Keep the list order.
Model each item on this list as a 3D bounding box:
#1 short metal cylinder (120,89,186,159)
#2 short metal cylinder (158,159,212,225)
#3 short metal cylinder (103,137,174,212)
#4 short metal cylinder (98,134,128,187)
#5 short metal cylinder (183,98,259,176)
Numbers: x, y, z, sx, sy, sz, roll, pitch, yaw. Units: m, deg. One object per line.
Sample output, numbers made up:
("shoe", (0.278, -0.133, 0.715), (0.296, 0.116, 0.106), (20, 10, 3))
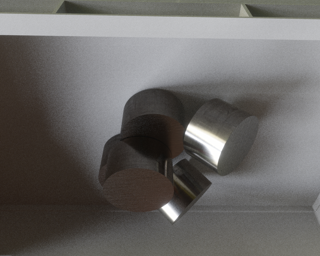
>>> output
("short metal cylinder", (-0.008, -0.002, 0.389), (0.081, 0.050, 0.079), (0, 130, 0))
("short metal cylinder", (0.028, 0.090, 0.439), (0.050, 0.081, 0.079), (43, 128, 17))
("short metal cylinder", (-0.024, 0.056, 0.371), (0.081, 0.050, 0.079), (0, 130, 0))
("short metal cylinder", (-0.042, 0.053, 0.436), (0.081, 0.050, 0.079), (0, 130, 0))
("short metal cylinder", (0.074, 0.011, 0.374), (0.081, 0.050, 0.079), (-32, 139, -33))
